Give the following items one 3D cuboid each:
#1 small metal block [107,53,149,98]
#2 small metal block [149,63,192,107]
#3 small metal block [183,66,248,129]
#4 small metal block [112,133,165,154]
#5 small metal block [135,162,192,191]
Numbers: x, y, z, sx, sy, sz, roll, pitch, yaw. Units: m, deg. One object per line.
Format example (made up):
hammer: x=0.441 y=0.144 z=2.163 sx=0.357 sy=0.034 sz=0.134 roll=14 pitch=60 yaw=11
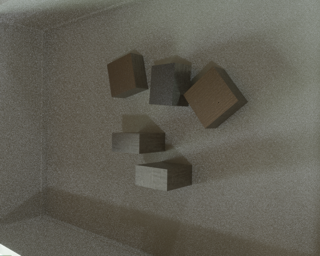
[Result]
small metal block: x=-0.047 y=-0.074 z=0.446 sx=0.050 sy=0.025 sz=0.050 roll=-15 pitch=81 yaw=39
small metal block: x=0.012 y=-0.053 z=0.389 sx=0.050 sy=0.025 sz=0.050 roll=9 pitch=96 yaw=55
small metal block: x=0.063 y=-0.034 z=0.355 sx=0.050 sy=0.025 sz=0.050 roll=-44 pitch=64 yaw=31
small metal block: x=-0.028 y=0.019 z=0.414 sx=0.050 sy=0.050 sz=0.025 roll=1 pitch=91 yaw=40
small metal block: x=0.005 y=0.059 z=0.386 sx=0.050 sy=0.050 sz=0.025 roll=2 pitch=91 yaw=40
